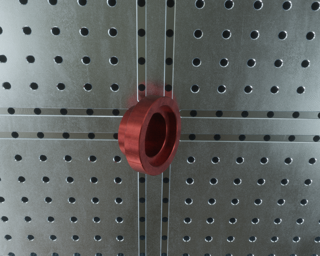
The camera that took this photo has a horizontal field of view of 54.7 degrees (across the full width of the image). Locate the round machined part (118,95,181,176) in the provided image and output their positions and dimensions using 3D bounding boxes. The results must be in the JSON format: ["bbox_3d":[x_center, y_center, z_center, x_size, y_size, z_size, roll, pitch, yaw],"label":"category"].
[{"bbox_3d":[-0.015,0.007,0.386,0.042,0.099,0.097,10,114,30],"label":"round machined part"}]
